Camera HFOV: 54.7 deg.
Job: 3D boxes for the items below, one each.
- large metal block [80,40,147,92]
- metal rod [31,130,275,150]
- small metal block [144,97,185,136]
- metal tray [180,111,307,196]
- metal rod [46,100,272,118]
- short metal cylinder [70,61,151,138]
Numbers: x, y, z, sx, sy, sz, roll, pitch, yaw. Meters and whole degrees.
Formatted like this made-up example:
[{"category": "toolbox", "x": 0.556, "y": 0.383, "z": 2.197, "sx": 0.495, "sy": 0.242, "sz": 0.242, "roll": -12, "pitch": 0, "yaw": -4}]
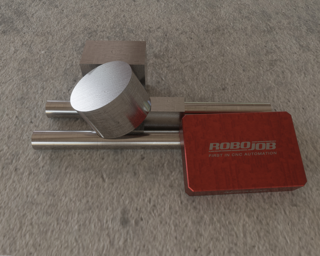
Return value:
[{"category": "large metal block", "x": -0.059, "y": -0.073, "z": 0.430, "sx": 0.081, "sy": 0.080, "sz": 0.050, "roll": 1, "pitch": 50, "yaw": 0}, {"category": "metal rod", "x": -0.006, "y": 0.015, "z": 0.392, "sx": 0.302, "sy": 0.025, "sz": 0.025, "roll": 0, "pitch": 50, "yaw": -1}, {"category": "small metal block", "x": 0.005, "y": -0.014, "z": 0.399, "sx": 0.050, "sy": 0.050, "sz": 0.025, "roll": 1, "pitch": 50, "yaw": 0}, {"category": "metal tray", "x": 0.092, "y": 0.029, "z": 0.360, "sx": 0.131, "sy": 0.030, "sz": 0.090, "roll": -2, "pitch": 68, "yaw": -4}, {"category": "metal rod", "x": -0.002, "y": -0.024, "z": 0.425, "sx": 0.302, "sy": 0.025, "sz": 0.025, "roll": 1, "pitch": 50, "yaw": 0}, {"category": "short metal cylinder", "x": -0.058, "y": -0.034, "z": 0.370, "sx": 0.080, "sy": 0.050, "sz": 0.080, "roll": -16, "pitch": 46, "yaw": 17}]
